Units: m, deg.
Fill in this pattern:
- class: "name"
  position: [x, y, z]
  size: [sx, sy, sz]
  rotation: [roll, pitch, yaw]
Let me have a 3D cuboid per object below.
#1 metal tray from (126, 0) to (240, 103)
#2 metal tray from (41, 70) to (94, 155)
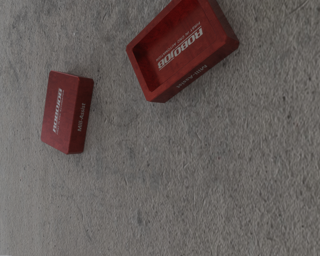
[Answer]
- class: "metal tray"
  position: [0.021, -0.101, 0.383]
  size: [0.130, 0.030, 0.090]
  rotation: [-35, 69, 34]
- class: "metal tray"
  position: [-0.163, -0.029, 0.536]
  size: [0.090, 0.030, 0.129]
  rotation: [18, 102, 38]
